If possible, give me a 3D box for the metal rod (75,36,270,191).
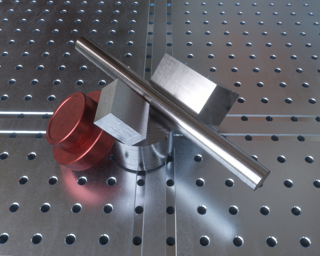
[{"bbox_3d":[-0.005,-0.033,0.366,0.025,0.025,0.300,-36,59,-26],"label":"metal rod"}]

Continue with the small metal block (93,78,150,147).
[{"bbox_3d":[-0.039,-0.016,0.332,0.025,0.050,0.050,-27,42,32],"label":"small metal block"}]

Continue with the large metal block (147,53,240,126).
[{"bbox_3d":[0.044,-0.047,0.399,0.080,0.050,0.080,39,17,27],"label":"large metal block"}]

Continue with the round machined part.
[{"bbox_3d":[-0.094,-0.003,0.360,0.098,0.042,0.098,-24,48,30],"label":"round machined part"}]

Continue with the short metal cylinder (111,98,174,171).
[{"bbox_3d":[-0.023,0.005,0.381,0.081,0.050,0.080,0,50,0],"label":"short metal cylinder"}]
